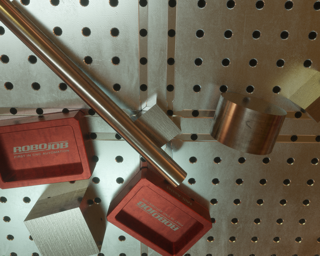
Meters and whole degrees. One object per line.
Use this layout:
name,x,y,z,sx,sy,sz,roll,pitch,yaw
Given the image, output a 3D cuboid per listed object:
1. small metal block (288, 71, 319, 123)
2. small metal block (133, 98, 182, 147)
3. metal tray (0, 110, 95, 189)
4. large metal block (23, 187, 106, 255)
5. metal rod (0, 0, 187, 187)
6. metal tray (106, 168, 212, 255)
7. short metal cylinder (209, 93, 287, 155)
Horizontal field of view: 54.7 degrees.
small metal block,0.198,-0.040,0.387,0.025,0.050,0.050,41,105,-14
small metal block,-0.007,-0.002,0.412,0.050,0.025,0.050,-39,106,13
metal tray,-0.162,0.030,0.420,0.131,0.030,0.089,-7,110,2
large metal block,-0.135,0.143,0.452,0.080,0.050,0.080,-16,110,5
metal rod,-0.080,-0.038,0.379,0.300,0.025,0.025,45,104,-7
metal tray,0.000,0.130,0.458,0.130,0.030,0.090,37,106,-13
short metal cylinder,0.107,-0.008,0.382,0.080,0.080,0.050,13,110,-5
